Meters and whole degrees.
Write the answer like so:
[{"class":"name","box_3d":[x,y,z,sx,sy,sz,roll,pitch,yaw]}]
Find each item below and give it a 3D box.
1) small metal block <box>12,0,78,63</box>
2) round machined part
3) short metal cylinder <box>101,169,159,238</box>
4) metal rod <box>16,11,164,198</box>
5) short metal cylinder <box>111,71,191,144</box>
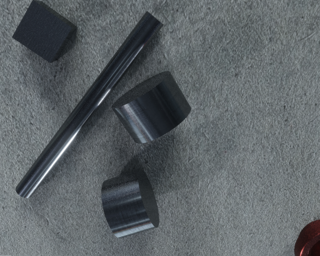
[{"class":"small metal block","box_3d":[-0.135,-0.114,0.367,0.050,0.025,0.050,35,106,-12]},{"class":"round machined part","box_3d":[0.252,0.178,0.469,0.099,0.042,0.097,0,110,0]},{"class":"short metal cylinder","box_3d":[-0.038,0.101,0.417,0.050,0.080,0.080,-19,109,7]},{"class":"metal rod","box_3d":[-0.099,-0.019,0.401,0.025,0.025,0.299,37,106,-13]},{"class":"short metal cylinder","box_3d":[-0.010,-0.026,0.371,0.080,0.080,0.050,-29,108,10]}]
